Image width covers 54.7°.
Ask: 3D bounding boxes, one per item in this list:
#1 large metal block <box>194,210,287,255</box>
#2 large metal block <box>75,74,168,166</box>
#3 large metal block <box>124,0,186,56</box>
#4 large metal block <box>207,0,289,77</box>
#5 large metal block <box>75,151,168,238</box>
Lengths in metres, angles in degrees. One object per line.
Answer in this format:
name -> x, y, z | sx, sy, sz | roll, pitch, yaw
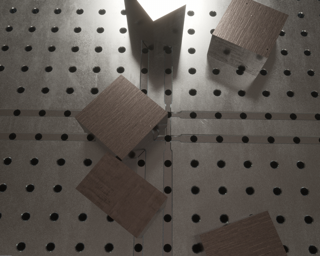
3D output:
large metal block -> 0.093, 0.146, 0.346 | 0.081, 0.050, 0.080 | -17, 71, -7
large metal block -> -0.047, -0.008, 0.401 | 0.080, 0.050, 0.080 | 40, 75, 13
large metal block -> -0.009, -0.165, 0.443 | 0.050, 0.080, 0.080 | -31, 73, -11
large metal block -> 0.125, -0.134, 0.449 | 0.080, 0.050, 0.080 | 27, 72, 9
large metal block -> -0.039, 0.079, 0.353 | 0.080, 0.080, 0.050 | 36, 74, 11
